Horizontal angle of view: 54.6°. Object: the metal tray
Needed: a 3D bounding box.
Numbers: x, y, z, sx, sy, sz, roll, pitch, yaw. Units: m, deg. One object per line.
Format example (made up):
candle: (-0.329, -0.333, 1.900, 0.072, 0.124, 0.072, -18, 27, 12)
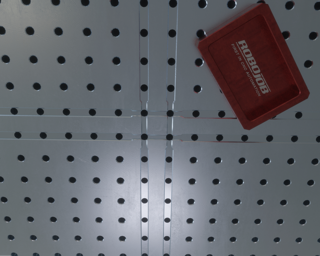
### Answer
metal tray: (0.114, -0.073, 0.384, 0.090, 0.030, 0.130, -30, 108, 10)
